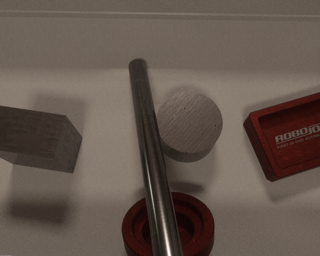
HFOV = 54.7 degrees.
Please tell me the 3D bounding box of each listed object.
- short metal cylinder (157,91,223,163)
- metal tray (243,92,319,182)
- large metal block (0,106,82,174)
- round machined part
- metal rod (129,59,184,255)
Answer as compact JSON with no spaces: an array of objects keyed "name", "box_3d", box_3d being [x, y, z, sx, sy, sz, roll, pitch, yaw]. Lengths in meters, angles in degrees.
[{"name":"short metal cylinder","box_3d":[0.035,0.000,0.397,0.081,0.050,0.080,0,70,0]},{"name":"metal tray","box_3d":[0.188,0.008,0.406,0.131,0.030,0.090,-16,71,-6]},{"name":"large metal block","box_3d":[-0.148,0.017,0.373,0.080,0.080,0.050,8,70,3]},{"name":"round machined part","box_3d":[0.010,0.118,0.340,0.099,0.042,0.098,-3,29,2]},{"name":"metal rod","box_3d":[-0.011,0.018,0.340,0.025,0.025,0.300,-8,46,-3]}]
